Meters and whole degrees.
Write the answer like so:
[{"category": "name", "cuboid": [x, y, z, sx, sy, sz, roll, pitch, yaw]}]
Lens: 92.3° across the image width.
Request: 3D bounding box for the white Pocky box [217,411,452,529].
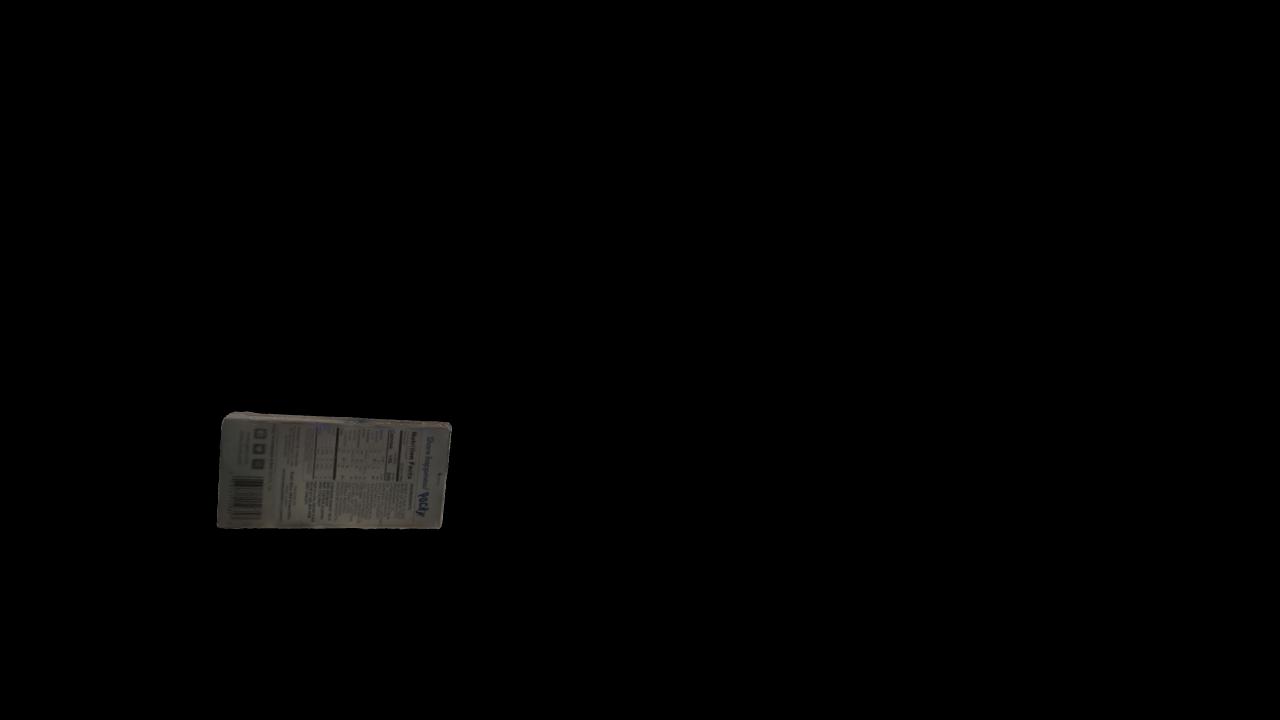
[{"category": "white Pocky box", "cuboid": [-0.226, 0.085, 0.464, 0.154, 0.084, 0.028, 5, 6, -19]}]
